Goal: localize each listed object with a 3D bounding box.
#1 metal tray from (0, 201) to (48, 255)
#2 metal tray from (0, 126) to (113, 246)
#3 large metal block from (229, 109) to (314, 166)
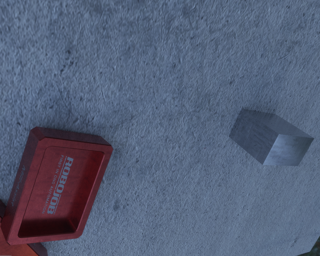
[{"bbox_3d":[-0.210,0.156,0.386,0.091,0.030,0.129,-27,128,-12],"label":"metal tray"},{"bbox_3d":[-0.118,0.069,0.361,0.091,0.030,0.129,12,103,-42],"label":"metal tray"},{"bbox_3d":[0.168,0.014,0.475,0.081,0.080,0.050,6,116,-32],"label":"large metal block"}]
